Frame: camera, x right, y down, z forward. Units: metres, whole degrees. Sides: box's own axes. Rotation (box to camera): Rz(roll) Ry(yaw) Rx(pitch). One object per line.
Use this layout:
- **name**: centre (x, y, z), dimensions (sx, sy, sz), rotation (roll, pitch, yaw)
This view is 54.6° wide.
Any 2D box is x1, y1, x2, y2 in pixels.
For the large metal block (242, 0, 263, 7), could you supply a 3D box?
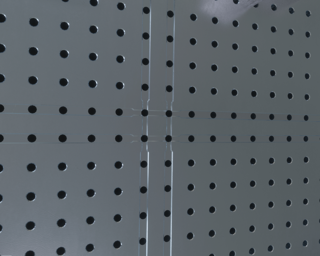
- **large metal block**: centre (0.149, -0.233, 0.437), dimensions (0.050, 0.080, 0.080), rotation (25, 82, -18)
